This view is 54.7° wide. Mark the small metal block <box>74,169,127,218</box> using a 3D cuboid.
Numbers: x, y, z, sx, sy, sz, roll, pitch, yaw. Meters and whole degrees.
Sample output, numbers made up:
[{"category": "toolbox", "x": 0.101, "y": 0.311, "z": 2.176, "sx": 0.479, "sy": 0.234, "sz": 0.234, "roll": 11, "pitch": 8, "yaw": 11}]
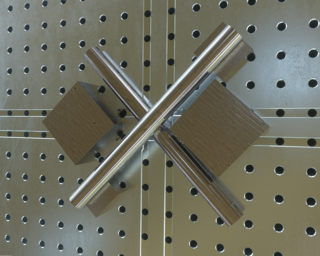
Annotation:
[{"category": "small metal block", "x": -0.085, "y": 0.090, "z": 0.442, "sx": 0.050, "sy": 0.025, "sz": 0.050, "roll": 46, "pitch": 104, "yaw": 14}]

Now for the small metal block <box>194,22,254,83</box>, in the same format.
[{"category": "small metal block", "x": 0.079, "y": -0.093, "z": 0.385, "sx": 0.050, "sy": 0.025, "sz": 0.050, "roll": -46, "pitch": 76, "yaw": 14}]

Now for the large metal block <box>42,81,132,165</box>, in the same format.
[{"category": "large metal block", "x": -0.102, "y": -0.007, "z": 0.436, "sx": 0.080, "sy": 0.050, "sz": 0.080, "roll": -45, "pitch": 76, "yaw": 14}]

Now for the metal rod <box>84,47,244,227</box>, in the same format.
[{"category": "metal rod", "x": -0.003, "y": 0.002, "z": 0.413, "sx": 0.025, "sy": 0.025, "sz": 0.300, "roll": -44, "pitch": 76, "yaw": 15}]

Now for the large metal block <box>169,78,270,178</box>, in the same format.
[{"category": "large metal block", "x": 0.073, "y": 0.000, "z": 0.374, "sx": 0.080, "sy": 0.050, "sz": 0.080, "roll": 45, "pitch": 104, "yaw": 14}]

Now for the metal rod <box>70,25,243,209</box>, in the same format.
[{"category": "metal rod", "x": -0.014, "y": -0.004, "z": 0.390, "sx": 0.299, "sy": 0.025, "sz": 0.025, "roll": -47, "pitch": 76, "yaw": 14}]
